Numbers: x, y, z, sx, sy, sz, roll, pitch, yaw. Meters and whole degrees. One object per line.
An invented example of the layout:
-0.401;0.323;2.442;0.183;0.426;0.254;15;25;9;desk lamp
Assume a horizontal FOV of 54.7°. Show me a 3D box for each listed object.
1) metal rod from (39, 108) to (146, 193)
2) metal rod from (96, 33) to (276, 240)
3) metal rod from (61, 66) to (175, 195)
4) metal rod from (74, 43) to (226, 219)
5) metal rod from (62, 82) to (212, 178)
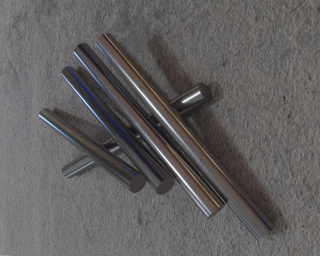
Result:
-0.121;0.020;0.477;0.300;0.025;0.025;26;107;45;metal rod
0.018;-0.004;0.361;0.300;0.025;0.025;51;120;17;metal rod
-0.076;-0.015;0.441;0.300;0.025;0.025;44;117;40;metal rod
-0.028;-0.013;0.394;0.300;0.025;0.025;49;119;26;metal rod
-0.053;0.017;0.448;0.299;0.025;0.025;-29;72;36;metal rod
